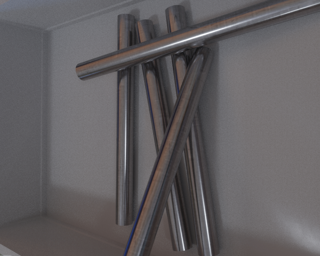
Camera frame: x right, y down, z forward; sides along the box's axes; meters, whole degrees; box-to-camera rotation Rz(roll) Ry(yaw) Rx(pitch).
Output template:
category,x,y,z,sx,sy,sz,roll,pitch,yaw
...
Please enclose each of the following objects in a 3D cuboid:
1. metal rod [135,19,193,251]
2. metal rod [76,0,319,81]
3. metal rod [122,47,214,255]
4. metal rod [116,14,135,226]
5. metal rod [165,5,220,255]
category,x,y,z,sx,sy,sz,roll,pitch,yaw
metal rod,0.003,0.003,0.404,0.025,0.025,0.298,-16,80,39
metal rod,0.020,-0.100,0.358,0.300,0.025,0.025,-9,84,30
metal rod,0.004,0.046,0.326,0.025,0.025,0.299,6,69,40
metal rod,-0.050,-0.011,0.448,0.025,0.025,0.298,1,91,40
metal rod,0.038,-0.002,0.375,0.025,0.025,0.298,-12,82,39
